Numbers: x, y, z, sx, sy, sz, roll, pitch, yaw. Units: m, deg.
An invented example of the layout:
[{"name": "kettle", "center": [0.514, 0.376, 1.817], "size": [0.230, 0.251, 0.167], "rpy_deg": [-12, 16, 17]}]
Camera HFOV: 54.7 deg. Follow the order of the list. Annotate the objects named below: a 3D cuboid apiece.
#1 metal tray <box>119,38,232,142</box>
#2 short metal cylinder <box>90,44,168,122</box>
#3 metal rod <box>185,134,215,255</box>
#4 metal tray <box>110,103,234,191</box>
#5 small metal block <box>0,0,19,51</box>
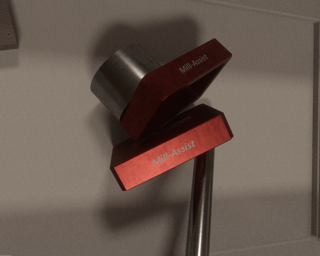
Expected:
[{"name": "metal tray", "center": [0.020, -0.045, 0.360], "size": [0.030, 0.089, 0.131], "rpy_deg": [47, 52, 10]}, {"name": "short metal cylinder", "center": [-0.033, -0.051, 0.363], "size": [0.080, 0.080, 0.050], "rpy_deg": [-41, 80, -16]}, {"name": "metal rod", "center": [0.046, 0.098, 0.353], "size": [0.025, 0.025, 0.300], "rpy_deg": [24, 53, -19]}, {"name": "metal tray", "center": [0.009, 0.017, 0.361], "size": [0.131, 0.090, 0.030], "rpy_deg": [-26, 103, -1]}, {"name": "small metal block", "center": [-0.189, -0.112, 0.340], "size": [0.050, 0.025, 0.050], "rpy_deg": [-13, 95, -20]}]
